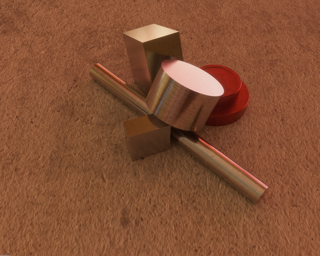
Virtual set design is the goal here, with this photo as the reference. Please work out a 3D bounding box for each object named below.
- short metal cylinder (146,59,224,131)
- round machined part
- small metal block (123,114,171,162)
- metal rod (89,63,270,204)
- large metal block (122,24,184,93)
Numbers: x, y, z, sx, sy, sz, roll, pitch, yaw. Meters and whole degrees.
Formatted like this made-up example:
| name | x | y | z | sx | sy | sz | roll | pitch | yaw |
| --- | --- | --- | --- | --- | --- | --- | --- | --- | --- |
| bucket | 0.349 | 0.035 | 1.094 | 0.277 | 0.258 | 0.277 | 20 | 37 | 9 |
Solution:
| name | x | y | z | sx | sy | sz | roll | pitch | yaw |
| --- | --- | --- | --- | --- | --- | --- | --- | --- | --- |
| short metal cylinder | 0.029 | -0.041 | 0.375 | 0.080 | 0.050 | 0.080 | 19 | 31 | -12 |
| round machined part | 0.077 | -0.053 | 0.438 | 0.099 | 0.042 | 0.098 | 0 | 50 | 0 |
| small metal block | -0.016 | 0.011 | 0.380 | 0.050 | 0.050 | 0.025 | -16 | 52 | -14 |
| metal rod | 0.008 | -0.007 | 0.411 | 0.300 | 0.025 | 0.025 | 38 | 59 | 27 |
| large metal block | -0.008 | -0.095 | 0.435 | 0.050 | 0.080 | 0.080 | -22 | 32 | -16 |
